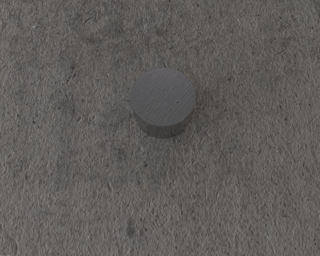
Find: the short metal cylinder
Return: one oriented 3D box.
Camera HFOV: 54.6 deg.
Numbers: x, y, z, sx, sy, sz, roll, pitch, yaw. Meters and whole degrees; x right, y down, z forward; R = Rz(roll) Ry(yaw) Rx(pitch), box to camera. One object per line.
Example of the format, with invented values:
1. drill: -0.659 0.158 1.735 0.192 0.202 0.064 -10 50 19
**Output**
1. short metal cylinder: 0.004 -0.031 0.406 0.080 0.050 0.080 0 70 0
